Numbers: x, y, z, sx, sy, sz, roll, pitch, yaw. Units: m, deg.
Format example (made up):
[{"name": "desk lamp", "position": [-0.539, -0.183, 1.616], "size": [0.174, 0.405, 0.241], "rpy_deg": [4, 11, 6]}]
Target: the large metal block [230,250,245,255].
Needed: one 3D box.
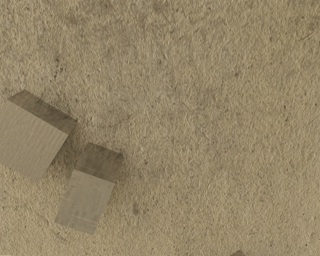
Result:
[{"name": "large metal block", "position": [0.122, 0.256, 0.492], "size": [0.080, 0.050, 0.080], "rpy_deg": [-37, 106, 12]}]

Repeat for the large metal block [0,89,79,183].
[{"name": "large metal block", "position": [-0.166, 0.010, 0.398], "size": [0.080, 0.050, 0.080], "rpy_deg": [32, 107, -11]}]

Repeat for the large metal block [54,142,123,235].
[{"name": "large metal block", "position": [-0.091, 0.076, 0.408], "size": [0.050, 0.080, 0.079], "rpy_deg": [21, 109, -8]}]
